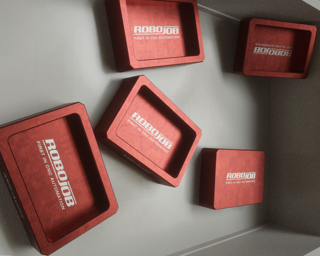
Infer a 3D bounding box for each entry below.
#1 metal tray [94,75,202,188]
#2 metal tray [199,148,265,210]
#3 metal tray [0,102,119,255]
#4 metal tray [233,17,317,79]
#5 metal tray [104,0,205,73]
[{"bbox_3d":[-0.009,0.007,0.395,0.130,0.030,0.090,41,65,-32],"label":"metal tray"},{"bbox_3d":[0.120,0.079,0.504,0.131,0.030,0.089,5,87,-40],"label":"metal tray"},{"bbox_3d":[-0.104,0.047,0.316,0.091,0.030,0.129,-26,106,-37],"label":"metal tray"},{"bbox_3d":[0.193,-0.131,0.521,0.131,0.030,0.089,0,105,-18],"label":"metal tray"},{"bbox_3d":[-0.001,-0.124,0.401,0.131,0.030,0.089,-15,100,-39],"label":"metal tray"}]
